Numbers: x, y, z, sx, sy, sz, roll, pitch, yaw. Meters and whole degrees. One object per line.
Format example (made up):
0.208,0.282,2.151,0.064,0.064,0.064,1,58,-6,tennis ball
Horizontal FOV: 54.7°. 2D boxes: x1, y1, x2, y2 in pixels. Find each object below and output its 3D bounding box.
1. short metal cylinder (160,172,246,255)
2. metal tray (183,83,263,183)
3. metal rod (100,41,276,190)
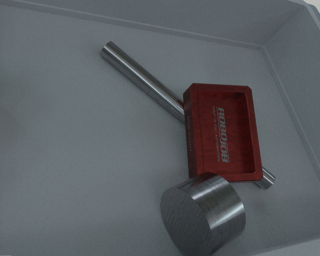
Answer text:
0.045,0.094,0.339,0.050,0.080,0.080,-17,71,-35,short metal cylinder
0.082,0.007,0.413,0.091,0.030,0.129,1,75,-15,metal tray
0.040,-0.017,0.439,0.300,0.025,0.025,39,51,-2,metal rod
